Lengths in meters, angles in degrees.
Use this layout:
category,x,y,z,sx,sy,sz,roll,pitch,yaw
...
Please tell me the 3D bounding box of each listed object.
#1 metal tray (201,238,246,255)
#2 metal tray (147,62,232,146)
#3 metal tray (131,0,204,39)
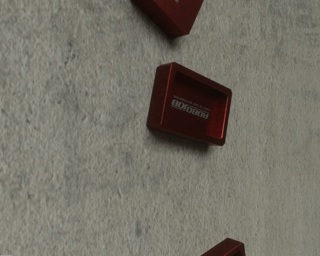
category,x,y,z,sx,sy,sz,roll,pitch,yaw
metal tray,0.101,0.254,0.489,0.091,0.030,0.129,-14,99,-39
metal tray,0.047,-0.029,0.442,0.131,0.030,0.090,16,80,-39
metal tray,0.022,-0.200,0.422,0.090,0.030,0.130,36,68,-35
